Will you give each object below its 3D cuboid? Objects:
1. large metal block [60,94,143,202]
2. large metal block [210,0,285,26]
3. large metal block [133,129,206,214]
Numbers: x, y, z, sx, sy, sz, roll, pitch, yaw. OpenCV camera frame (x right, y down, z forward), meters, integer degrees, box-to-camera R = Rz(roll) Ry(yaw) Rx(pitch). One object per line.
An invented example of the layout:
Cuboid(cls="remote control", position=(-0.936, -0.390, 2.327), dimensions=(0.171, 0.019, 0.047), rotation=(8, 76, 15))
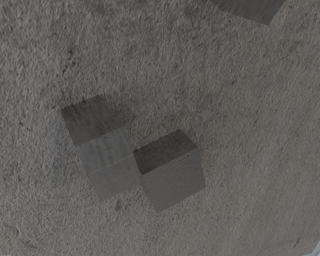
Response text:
Cuboid(cls="large metal block", position=(-0.066, 0.020, 0.347), dimensions=(0.050, 0.080, 0.080), rotation=(-24, 127, -14))
Cuboid(cls="large metal block", position=(0.095, -0.163, 0.322), dimensions=(0.050, 0.080, 0.080), rotation=(22, 106, -37))
Cuboid(cls="large metal block", position=(0.012, 0.060, 0.434), dimensions=(0.080, 0.050, 0.080), rotation=(-26, 128, -13))
